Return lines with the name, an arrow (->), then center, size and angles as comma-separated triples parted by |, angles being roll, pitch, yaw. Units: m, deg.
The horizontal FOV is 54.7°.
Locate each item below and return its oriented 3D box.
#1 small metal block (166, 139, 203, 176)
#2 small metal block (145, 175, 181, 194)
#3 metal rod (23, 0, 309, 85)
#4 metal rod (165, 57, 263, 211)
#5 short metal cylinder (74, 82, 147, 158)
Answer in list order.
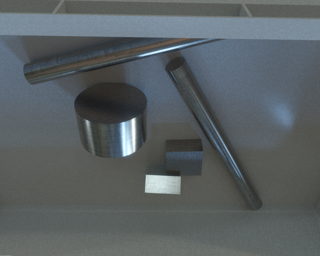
small metal block -> 0.034, 0.043, 0.446 | 0.050, 0.025, 0.050 | -2, 130, 1
small metal block -> 0.003, 0.086, 0.465 | 0.050, 0.025, 0.050 | 4, 168, -4
metal rod -> -0.002, -0.091, 0.331 | 0.301, 0.025, 0.025 | -11, 129, 9
metal rod -> 0.088, 0.028, 0.434 | 0.025, 0.025, 0.300 | -23, 127, 18
short metal cylinder -> -0.056, -0.011, 0.363 | 0.081, 0.080, 0.050 | 1, 130, -2
